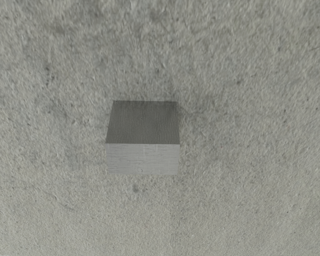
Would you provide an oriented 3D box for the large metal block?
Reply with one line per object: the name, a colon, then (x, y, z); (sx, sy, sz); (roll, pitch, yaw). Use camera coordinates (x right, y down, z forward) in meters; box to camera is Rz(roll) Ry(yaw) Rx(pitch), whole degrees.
large metal block: (-0.019, 0.010, 0.380); (0.081, 0.080, 0.050); (1, 130, -1)
